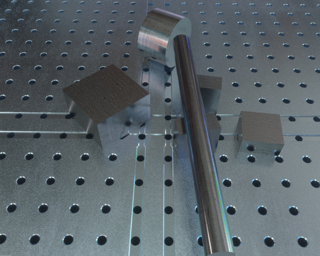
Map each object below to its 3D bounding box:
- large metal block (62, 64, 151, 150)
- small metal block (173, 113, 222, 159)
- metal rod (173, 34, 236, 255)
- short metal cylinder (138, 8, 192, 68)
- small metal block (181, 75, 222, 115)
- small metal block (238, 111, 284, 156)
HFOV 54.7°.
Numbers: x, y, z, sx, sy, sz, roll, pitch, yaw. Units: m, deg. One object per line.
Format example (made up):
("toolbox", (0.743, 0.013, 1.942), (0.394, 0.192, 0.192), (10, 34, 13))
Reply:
("large metal block", (-0.070, -0.031, 0.417), (0.080, 0.050, 0.080), (-34, 58, -25))
("small metal block", (0.044, 0.011, 0.383), (0.050, 0.050, 0.025), (-9, 51, -8))
("metal rod", (0.040, -0.009, 0.350), (0.025, 0.025, 0.300), (-3, 50, -3))
("short metal cylinder", (0.008, -0.143, 0.492), (0.050, 0.080, 0.080), (26, 55, 20))
("small metal block", (0.057, -0.046, 0.431), (0.050, 0.050, 0.025), (7, 51, 6))
("small metal block", (0.130, 0.006, 0.404), (0.050, 0.025, 0.050), (6, 50, 4))
